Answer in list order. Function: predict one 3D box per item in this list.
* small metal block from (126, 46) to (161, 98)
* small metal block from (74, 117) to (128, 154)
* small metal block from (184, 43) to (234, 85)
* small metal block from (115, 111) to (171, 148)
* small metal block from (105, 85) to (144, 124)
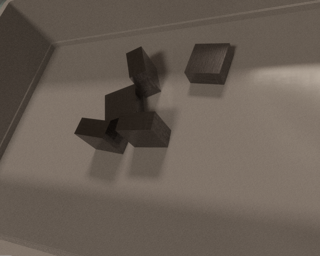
[{"bbox_3d":[-0.024,-0.081,0.450,0.025,0.050,0.050,-22,54,15],"label":"small metal block"},{"bbox_3d":[-0.078,0.011,0.422,0.050,0.050,0.025,7,66,31],"label":"small metal block"},{"bbox_3d":[0.068,-0.088,0.423,0.050,0.025,0.050,8,66,31],"label":"small metal block"},{"bbox_3d":[-0.020,0.003,0.397,0.050,0.050,0.025,-2,61,27],"label":"small metal block"},{"bbox_3d":[-0.052,-0.030,0.449,0.050,0.025,0.050,-18,55,17],"label":"small metal block"}]
